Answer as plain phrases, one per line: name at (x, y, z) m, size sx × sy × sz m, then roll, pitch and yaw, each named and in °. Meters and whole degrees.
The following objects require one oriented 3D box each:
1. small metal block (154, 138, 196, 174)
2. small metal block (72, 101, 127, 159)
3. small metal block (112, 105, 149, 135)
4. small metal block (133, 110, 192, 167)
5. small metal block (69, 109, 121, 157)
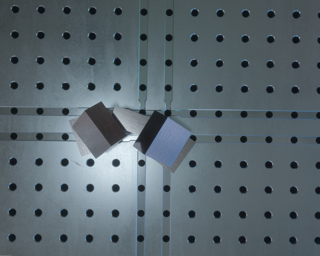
small metal block at (0.012, 0.024, 0.414) m, size 0.050 × 0.025 × 0.050 m, roll 36°, pitch 90°, yaw -1°
small metal block at (-0.074, 0.004, 0.372) m, size 0.025 × 0.050 × 0.050 m, roll -37°, pitch 91°, yaw -39°
small metal block at (-0.035, -0.008, 0.400) m, size 0.050 × 0.050 × 0.025 m, roll 19°, pitch 90°, yaw -1°
small metal block at (0.004, 0.014, 0.374) m, size 0.050 × 0.025 × 0.050 m, roll 32°, pitch 89°, yaw -45°
small metal block at (-0.086, 0.005, 0.412) m, size 0.050 × 0.025 × 0.050 m, roll -19°, pitch 90°, yaw -1°
